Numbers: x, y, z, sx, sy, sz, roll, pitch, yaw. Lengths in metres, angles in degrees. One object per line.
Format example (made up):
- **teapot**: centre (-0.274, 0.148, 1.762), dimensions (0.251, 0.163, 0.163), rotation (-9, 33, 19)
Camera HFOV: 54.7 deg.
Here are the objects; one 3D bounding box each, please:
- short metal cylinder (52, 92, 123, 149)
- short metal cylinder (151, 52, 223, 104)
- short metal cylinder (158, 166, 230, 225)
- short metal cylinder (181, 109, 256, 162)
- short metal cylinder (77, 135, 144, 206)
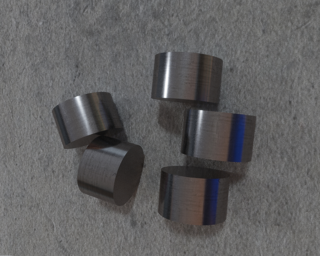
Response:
- **short metal cylinder**: centre (-0.095, -0.009, 0.412), dimensions (0.080, 0.080, 0.050), rotation (-22, 83, 18)
- **short metal cylinder**: centre (0.032, -0.057, 0.368), dimensions (0.080, 0.080, 0.050), rotation (6, 92, 19)
- **short metal cylinder**: centre (0.040, 0.076, 0.365), dimensions (0.080, 0.080, 0.050), rotation (5, 92, 19)
- **short metal cylinder**: centre (0.066, 0.007, 0.356), dimensions (0.080, 0.080, 0.050), rotation (7, 93, 19)
- **short metal cylinder**: centre (-0.061, 0.054, 0.400), dimensions (0.050, 0.080, 0.079), rotation (15, 95, 19)
